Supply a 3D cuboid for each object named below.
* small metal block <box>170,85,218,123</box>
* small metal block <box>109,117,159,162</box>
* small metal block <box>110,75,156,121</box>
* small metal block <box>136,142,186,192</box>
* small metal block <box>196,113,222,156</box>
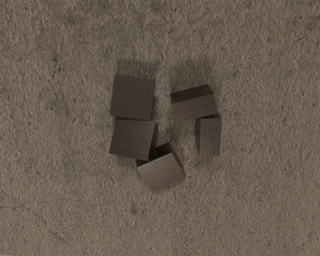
[{"bbox_3d":[0.041,-0.031,0.386,0.050,0.050,0.025,-14,110,4],"label":"small metal block"},{"bbox_3d":[-0.033,0.014,0.398,0.050,0.025,0.050,10,82,11],"label":"small metal block"},{"bbox_3d":[-0.034,-0.039,0.391,0.050,0.025,0.050,8,100,-4],"label":"small metal block"},{"bbox_3d":[0.002,0.054,0.424,0.050,0.025,0.050,-25,121,8],"label":"small metal block"},{"bbox_3d":[0.061,0.003,0.399,0.025,0.050,0.050,-1,110,0],"label":"small metal block"}]
